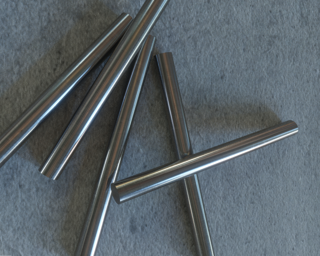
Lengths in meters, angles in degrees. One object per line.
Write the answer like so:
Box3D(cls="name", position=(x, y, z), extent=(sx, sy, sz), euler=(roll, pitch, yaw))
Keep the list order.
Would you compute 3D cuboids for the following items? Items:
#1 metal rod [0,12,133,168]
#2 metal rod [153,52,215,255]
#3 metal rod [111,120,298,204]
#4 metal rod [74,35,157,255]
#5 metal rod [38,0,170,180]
Box3D(cls="metal rod", position=(-0.133, -0.026, 0.359), extent=(0.025, 0.025, 0.300), euler=(44, 76, -15))
Box3D(cls="metal rod", position=(0.035, 0.048, 0.423), extent=(0.025, 0.025, 0.298), euler=(-14, 95, -20))
Box3D(cls="metal rod", position=(0.078, 0.037, 0.417), extent=(0.303, 0.025, 0.025), euler=(-16, 96, -28))
Box3D(cls="metal rod", position=(-0.056, 0.025, 0.389), extent=(0.025, 0.025, 0.299), euler=(17, 84, -20))
Box3D(cls="metal rod", position=(-0.053, -0.073, 0.374), extent=(0.025, 0.025, 0.299), euler=(33, 85, -18))
